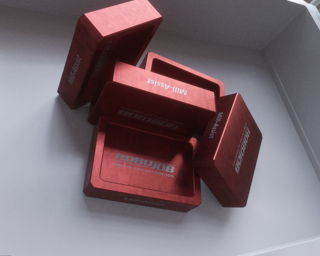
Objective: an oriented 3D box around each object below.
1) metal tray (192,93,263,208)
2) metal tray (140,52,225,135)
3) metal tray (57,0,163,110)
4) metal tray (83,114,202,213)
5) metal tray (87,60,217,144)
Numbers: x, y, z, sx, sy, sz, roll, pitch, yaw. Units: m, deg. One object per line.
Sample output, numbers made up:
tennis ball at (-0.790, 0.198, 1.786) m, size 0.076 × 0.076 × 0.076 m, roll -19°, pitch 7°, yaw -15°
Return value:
metal tray at (0.095, 0.027, 0.411) m, size 0.090 × 0.030 × 0.130 m, roll 53°, pitch 46°, yaw -28°
metal tray at (0.031, -0.047, 0.447) m, size 0.131 × 0.030 × 0.090 m, roll 19°, pitch 54°, yaw -17°
metal tray at (-0.060, -0.080, 0.353) m, size 0.091 × 0.129 × 0.030 m, roll -34°, pitch 82°, yaw -38°
metal tray at (-0.016, 0.043, 0.365) m, size 0.131 × 0.030 × 0.090 m, roll 15°, pitch 56°, yaw -20°
metal tray at (-0.011, -0.024, 0.370) m, size 0.131 × 0.090 × 0.030 m, roll 15°, pitch 56°, yaw -21°
